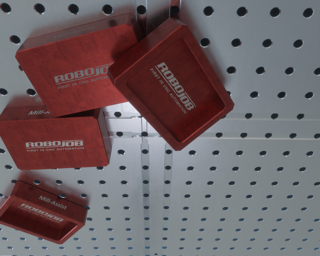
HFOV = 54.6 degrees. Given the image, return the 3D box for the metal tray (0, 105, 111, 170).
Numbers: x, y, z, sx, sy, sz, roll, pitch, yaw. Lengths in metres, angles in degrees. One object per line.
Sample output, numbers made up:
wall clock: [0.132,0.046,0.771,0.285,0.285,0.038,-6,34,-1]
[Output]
metal tray: [-0.138,0.014,0.419,0.131,0.030,0.090,-3,130,2]

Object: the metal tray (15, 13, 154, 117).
metal tray: [-0.079,-0.067,0.351,0.130,0.030,0.090,-11,129,9]

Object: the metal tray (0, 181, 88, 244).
metal tray: [-0.204,0.149,0.533,0.130,0.030,0.090,31,123,-24]

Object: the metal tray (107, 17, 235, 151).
metal tray: [0.017,-0.042,0.343,0.090,0.030,0.130,-39,130,4]
